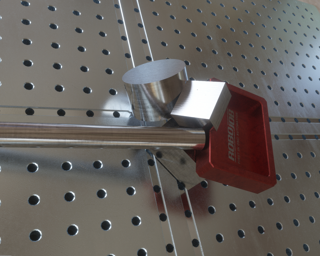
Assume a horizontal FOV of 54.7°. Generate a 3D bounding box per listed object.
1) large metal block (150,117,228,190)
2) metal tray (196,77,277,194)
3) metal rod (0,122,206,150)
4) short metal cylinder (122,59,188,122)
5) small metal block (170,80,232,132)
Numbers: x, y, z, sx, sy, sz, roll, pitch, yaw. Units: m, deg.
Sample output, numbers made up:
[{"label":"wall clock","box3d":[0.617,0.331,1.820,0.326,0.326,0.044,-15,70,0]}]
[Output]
[{"label":"large metal block","box3d":[0.042,0.019,0.403,0.080,0.050,0.080,46,51,3]},{"label":"metal tray","box3d":[0.093,0.007,0.385,0.091,0.030,0.130,19,54,-17]},{"label":"metal rod","box3d":[-0.099,0.008,0.313,0.302,0.025,0.025,2,60,-15]},{"label":"short metal cylinder","box3d":[-0.002,-0.050,0.396,0.080,0.080,0.050,-40,128,-39]},{"label":"small metal block","box3d":[0.048,-0.027,0.359,0.025,0.050,0.050,50,58,-46]}]
